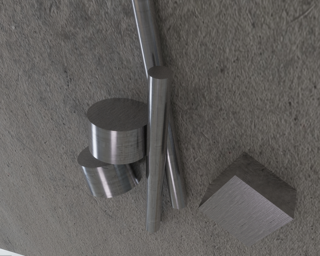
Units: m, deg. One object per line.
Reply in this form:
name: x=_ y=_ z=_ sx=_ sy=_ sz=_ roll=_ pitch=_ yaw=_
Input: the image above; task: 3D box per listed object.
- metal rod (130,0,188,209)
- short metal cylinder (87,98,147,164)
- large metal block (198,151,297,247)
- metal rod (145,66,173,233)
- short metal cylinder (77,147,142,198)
metal rod: x=0.004 y=-0.018 z=0.393 sx=0.025 sy=0.025 sz=0.298 roll=4 pitch=120 yaw=26
short metal cylinder: x=-0.052 y=0.002 z=0.400 sx=0.080 sy=0.080 sz=0.050 roll=18 pitch=125 yaw=18
large metal block: x=0.109 y=0.090 z=0.389 sx=0.080 sy=0.050 sz=0.080 roll=37 pitch=129 yaw=3
metal rod: x=-0.006 y=0.053 z=0.413 sx=0.025 sy=0.025 sz=0.298 roll=19 pitch=135 yaw=17
short metal cylinder: x=-0.070 y=0.054 z=0.442 sx=0.080 sy=0.080 sz=0.050 roll=1 pitch=119 yaw=27
